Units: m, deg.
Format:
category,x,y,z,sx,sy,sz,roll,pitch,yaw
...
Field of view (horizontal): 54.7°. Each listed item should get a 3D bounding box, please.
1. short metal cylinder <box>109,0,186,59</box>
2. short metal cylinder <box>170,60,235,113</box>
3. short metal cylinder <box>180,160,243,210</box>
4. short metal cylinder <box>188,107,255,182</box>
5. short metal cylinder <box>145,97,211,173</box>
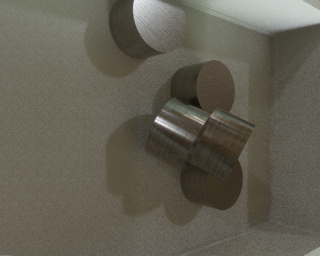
category,x,y,z,sx,sy,sz,roll,pitch,yaw
short metal cylinder,-0.014,-0.128,0.378,0.081,0.050,0.080,0,90,-40
short metal cylinder,0.062,-0.053,0.442,0.081,0.050,0.080,0,90,-40
short metal cylinder,0.077,0.075,0.454,0.081,0.050,0.080,0,90,-40
short metal cylinder,0.077,0.021,0.387,0.080,0.050,0.080,-56,165,-23
short metal cylinder,0.024,0.008,0.384,0.080,0.050,0.080,-56,165,-23
